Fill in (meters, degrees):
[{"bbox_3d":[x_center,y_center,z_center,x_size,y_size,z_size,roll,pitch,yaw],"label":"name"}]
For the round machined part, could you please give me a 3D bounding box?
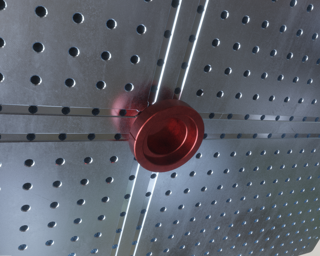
[{"bbox_3d":[0.005,0.006,0.405,0.099,0.042,0.097,-14,124,-21],"label":"round machined part"}]
